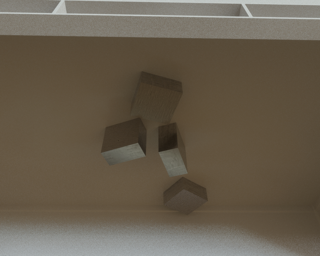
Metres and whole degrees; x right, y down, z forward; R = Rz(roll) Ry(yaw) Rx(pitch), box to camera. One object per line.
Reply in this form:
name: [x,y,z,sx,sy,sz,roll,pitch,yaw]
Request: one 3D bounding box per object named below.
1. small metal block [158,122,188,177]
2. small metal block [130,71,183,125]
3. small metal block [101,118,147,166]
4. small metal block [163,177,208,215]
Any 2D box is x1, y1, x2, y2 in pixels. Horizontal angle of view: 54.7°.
small metal block: [0.017,0.029,0.418,0.025,0.050,0.050,-14,129,11]
small metal block: [-0.005,-0.036,0.379,0.050,0.025,0.050,13,129,-12]
small metal block: [-0.046,0.017,0.407,0.050,0.050,0.025,-16,129,12]
small metal block: [0.041,0.112,0.505,0.050,0.025,0.050,30,124,-24]
